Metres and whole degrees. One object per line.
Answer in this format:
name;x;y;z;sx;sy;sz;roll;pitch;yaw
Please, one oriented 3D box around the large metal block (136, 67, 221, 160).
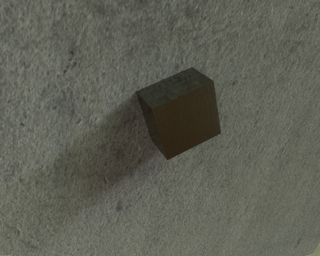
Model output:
large metal block;0.025;-0.019;0.392;0.080;0.050;0.080;-26;128;-13
